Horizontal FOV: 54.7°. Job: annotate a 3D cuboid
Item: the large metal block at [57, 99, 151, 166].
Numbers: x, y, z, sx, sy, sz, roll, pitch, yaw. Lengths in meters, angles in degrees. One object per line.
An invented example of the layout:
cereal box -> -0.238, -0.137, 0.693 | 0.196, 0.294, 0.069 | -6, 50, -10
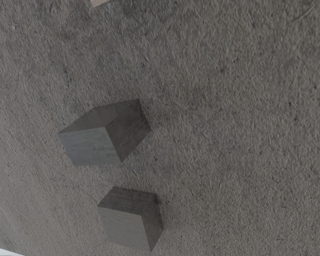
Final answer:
large metal block -> -0.072, 0.006, 0.413 | 0.080, 0.080, 0.050 | -7, 115, 31

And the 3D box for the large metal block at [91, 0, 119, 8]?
large metal block -> -0.039, -0.175, 0.303 | 0.080, 0.050, 0.080 | -10, 114, 32

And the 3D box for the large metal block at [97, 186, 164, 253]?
large metal block -> -0.046, 0.148, 0.507 | 0.080, 0.050, 0.079 | 4, 120, 26
